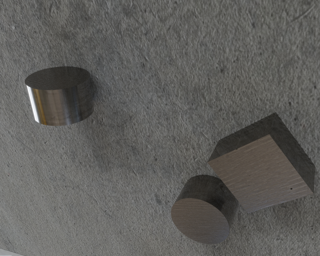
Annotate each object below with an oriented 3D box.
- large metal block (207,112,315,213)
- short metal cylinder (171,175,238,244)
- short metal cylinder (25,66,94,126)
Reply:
[{"bbox_3d":[0.116,0.041,0.355,0.080,0.050,0.080,-32,101,38],"label":"large metal block"},{"bbox_3d":[0.062,0.112,0.427,0.080,0.050,0.079,13,124,21],"label":"short metal cylinder"},{"bbox_3d":[-0.132,-0.045,0.413,0.080,0.080,0.050,13,124,21],"label":"short metal cylinder"}]
